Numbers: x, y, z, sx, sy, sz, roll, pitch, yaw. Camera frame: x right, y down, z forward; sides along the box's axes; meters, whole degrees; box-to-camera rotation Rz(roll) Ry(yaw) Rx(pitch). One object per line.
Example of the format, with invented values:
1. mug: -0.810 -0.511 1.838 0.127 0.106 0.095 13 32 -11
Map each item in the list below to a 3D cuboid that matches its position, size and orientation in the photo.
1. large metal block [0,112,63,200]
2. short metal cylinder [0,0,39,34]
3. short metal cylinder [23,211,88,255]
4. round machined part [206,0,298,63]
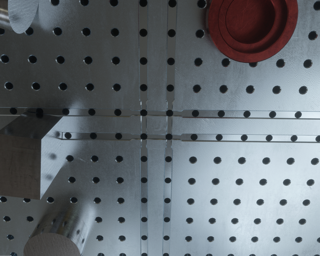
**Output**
1. large metal block: -0.163 0.032 0.394 0.050 0.080 0.079 8 110 -3
2. short metal cylinder: -0.167 -0.147 0.328 0.050 0.080 0.079 16 109 -6
3. short metal cylinder: -0.153 0.173 0.462 0.081 0.050 0.079 0 110 0
4. round machined part: 0.102 -0.127 0.358 0.099 0.042 0.097 0 110 0
